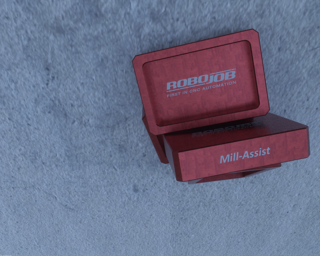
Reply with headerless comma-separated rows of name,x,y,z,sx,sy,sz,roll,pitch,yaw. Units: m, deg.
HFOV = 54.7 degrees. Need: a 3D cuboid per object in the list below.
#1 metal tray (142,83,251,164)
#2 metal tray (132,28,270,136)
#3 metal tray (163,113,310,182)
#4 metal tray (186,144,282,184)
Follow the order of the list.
metal tray,0.052,-0.005,0.400,0.131,0.030,0.090,-13,129,10
metal tray,0.044,-0.048,0.338,0.131,0.030,0.089,-11,104,10
metal tray,0.073,0.015,0.327,0.131,0.090,0.030,-10,103,-4
metal tray,0.084,0.047,0.393,0.091,0.030,0.130,-7,166,-2
